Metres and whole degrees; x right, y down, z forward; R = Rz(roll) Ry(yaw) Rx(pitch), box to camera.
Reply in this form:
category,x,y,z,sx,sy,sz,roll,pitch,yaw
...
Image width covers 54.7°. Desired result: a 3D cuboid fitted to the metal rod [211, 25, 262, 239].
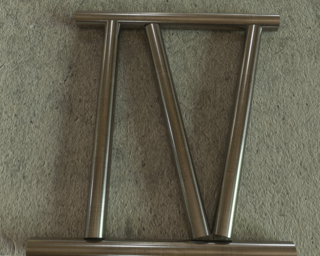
category,x,y,z,sx,sy,sz,roll,pitch,yaw
metal rod,0.106,-0.010,0.413,0.025,0.025,0.299,13,70,4

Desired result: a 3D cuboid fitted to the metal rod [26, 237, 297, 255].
category,x,y,z,sx,sy,sz,roll,pitch,yaw
metal rod,0.002,0.141,0.357,0.302,0.025,0.025,1,70,0

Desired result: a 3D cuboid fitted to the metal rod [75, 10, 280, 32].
category,x,y,z,sx,sy,sz,roll,pitch,yaw
metal rod,0.026,-0.162,0.469,0.302,0.025,0.025,1,70,0

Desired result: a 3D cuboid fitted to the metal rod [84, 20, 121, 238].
category,x,y,z,sx,sy,sz,roll,pitch,yaw
metal rod,-0.073,-0.013,0.412,0.025,0.025,0.299,1,70,0

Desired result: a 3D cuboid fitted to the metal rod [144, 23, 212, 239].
category,x,y,z,sx,sy,sz,roll,pitch,yaw
metal rod,0.018,-0.010,0.412,0.025,0.025,0.299,-11,70,-4
